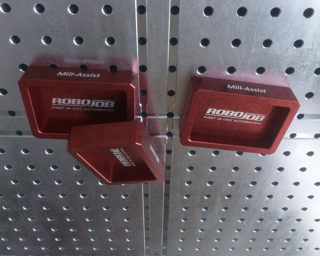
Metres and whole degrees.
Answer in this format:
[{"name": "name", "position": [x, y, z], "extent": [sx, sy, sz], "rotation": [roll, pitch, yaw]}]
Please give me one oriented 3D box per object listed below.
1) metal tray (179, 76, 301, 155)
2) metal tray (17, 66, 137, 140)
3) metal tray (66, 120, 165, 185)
[{"name": "metal tray", "position": [0.096, -0.013, 0.397], "extent": [0.131, 0.030, 0.089], "rotation": [6, 130, -6]}, {"name": "metal tray", "position": [-0.095, -0.027, 0.384], "extent": [0.131, 0.030, 0.089], "rotation": [2, 130, -2]}, {"name": "metal tray", "position": [-0.051, 0.038, 0.406], "extent": [0.090, 0.030, 0.130], "rotation": [-5, 150, 12]}]
